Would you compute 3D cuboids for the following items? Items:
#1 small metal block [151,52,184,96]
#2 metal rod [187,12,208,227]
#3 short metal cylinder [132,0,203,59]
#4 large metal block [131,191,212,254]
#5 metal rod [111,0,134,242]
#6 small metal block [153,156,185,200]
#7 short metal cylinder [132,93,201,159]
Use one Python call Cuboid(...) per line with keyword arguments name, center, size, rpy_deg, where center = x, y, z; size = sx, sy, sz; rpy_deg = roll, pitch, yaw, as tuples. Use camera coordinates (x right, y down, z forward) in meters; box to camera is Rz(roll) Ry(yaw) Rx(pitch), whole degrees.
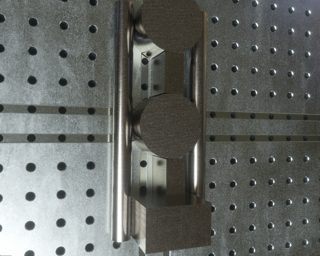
Cuboid(name="small metal block", center=(0.009, -0.067, 0.401), size=(0.025, 0.050, 0.050), rpy_deg=(1, 90, -20))
Cuboid(name="metal rod", center=(0.052, -0.009, 0.430), size=(0.025, 0.025, 0.298), rpy_deg=(1, 90, -20))
Cuboid(name="short metal cylinder", center=(0.008, -0.132, 0.401), size=(0.081, 0.050, 0.080), rpy_deg=(0, 90, -20))
Cuboid(name="large metal block", center=(0.009, 0.112, 0.387), size=(0.081, 0.080, 0.050), rpy_deg=(1, 90, -20))
Cuboid(name="metal rod", center=(-0.048, -0.009, 0.394), size=(0.025, 0.025, 0.298), rpy_deg=(1, 90, -20))
Cuboid(name="small metal block", center=(0.011, 0.063, 0.402), size=(0.025, 0.050, 0.050), rpy_deg=(0, 90, -20))
Cuboid(name="short metal cylinder", center=(0.006, -0.003, 0.401), size=(0.081, 0.050, 0.080), rpy_deg=(0, 90, -20))
